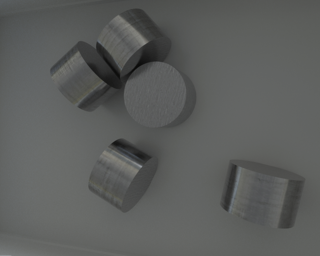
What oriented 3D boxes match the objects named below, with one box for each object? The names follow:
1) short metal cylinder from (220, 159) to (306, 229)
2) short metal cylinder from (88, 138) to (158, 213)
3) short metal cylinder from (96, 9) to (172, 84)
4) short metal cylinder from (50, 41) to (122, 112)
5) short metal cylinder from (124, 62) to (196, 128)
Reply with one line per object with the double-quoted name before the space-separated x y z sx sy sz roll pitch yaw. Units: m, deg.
"short metal cylinder" 0.112 0.070 0.342 0.080 0.080 0.050 13 95 19
"short metal cylinder" -0.045 0.060 0.397 0.050 0.080 0.080 28 99 18
"short metal cylinder" -0.032 -0.102 0.393 0.080 0.080 0.050 -43 77 15
"short metal cylinder" -0.097 -0.069 0.416 0.050 0.080 0.080 -37 78 16
"short metal cylinder" 0.001 -0.040 0.397 0.080 0.050 0.080 0 90 20
